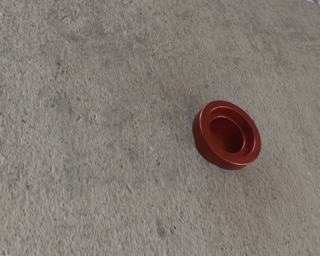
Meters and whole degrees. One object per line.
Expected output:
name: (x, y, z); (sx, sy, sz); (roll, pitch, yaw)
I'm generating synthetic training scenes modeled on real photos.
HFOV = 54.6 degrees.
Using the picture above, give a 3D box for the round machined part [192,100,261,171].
round machined part: (0.087, 0.014, 0.431); (0.099, 0.042, 0.098); (13, 56, -21)
